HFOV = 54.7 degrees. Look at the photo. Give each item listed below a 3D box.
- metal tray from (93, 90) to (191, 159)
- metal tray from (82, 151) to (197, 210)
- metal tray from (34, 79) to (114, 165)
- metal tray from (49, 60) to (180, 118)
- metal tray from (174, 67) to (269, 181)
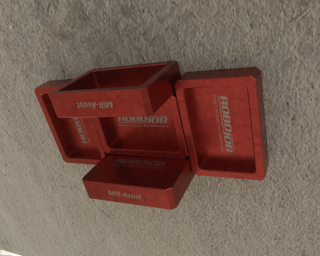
[{"bbox_3d":[-0.025,-0.007,0.412,0.130,0.030,0.089,1,119,27],"label":"metal tray"},{"bbox_3d":[-0.025,0.060,0.413,0.130,0.090,0.030,1,119,27],"label":"metal tray"},{"bbox_3d":[-0.123,-0.007,0.463,0.090,0.030,0.129,0,119,27],"label":"metal tray"},{"bbox_3d":[-0.051,-0.046,0.363,0.130,0.090,0.030,0,119,27],"label":"metal tray"},{"bbox_3d":[0.074,-0.002,0.364,0.090,0.030,0.129,0,119,27],"label":"metal tray"}]
